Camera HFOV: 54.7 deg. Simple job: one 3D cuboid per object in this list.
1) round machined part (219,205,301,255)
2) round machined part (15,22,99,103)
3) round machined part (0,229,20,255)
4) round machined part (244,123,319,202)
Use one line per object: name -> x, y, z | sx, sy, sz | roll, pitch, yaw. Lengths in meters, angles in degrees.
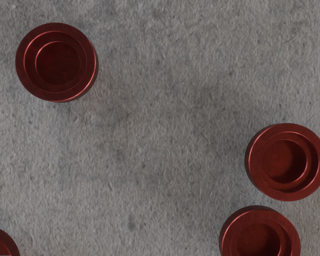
round machined part -> 0.125, 0.149, 0.403 | 0.099, 0.042, 0.097 | 0, 90, -1
round machined part -> -0.128, -0.081, 0.400 | 0.099, 0.042, 0.097 | 0, 90, -1
round machined part -> -0.229, 0.173, 0.399 | 0.099, 0.042, 0.097 | 0, 90, -1
round machined part -> 0.159, 0.042, 0.404 | 0.099, 0.042, 0.097 | 0, 90, -1
